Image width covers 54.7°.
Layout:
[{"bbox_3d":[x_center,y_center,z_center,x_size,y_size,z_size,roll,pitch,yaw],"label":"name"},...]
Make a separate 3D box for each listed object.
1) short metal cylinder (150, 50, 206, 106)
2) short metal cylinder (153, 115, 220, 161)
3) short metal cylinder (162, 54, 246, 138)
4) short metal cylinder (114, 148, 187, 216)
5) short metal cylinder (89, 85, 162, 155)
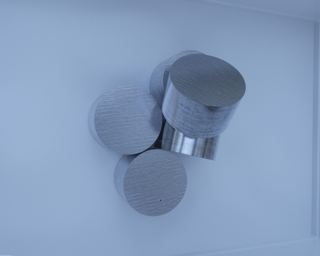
[{"bbox_3d":[0.033,-0.057,0.409,0.081,0.050,0.079,0,90,-21],"label":"short metal cylinder"},{"bbox_3d":[0.035,0.009,0.394,0.081,0.080,0.050,14,85,-20],"label":"short metal cylinder"},{"bbox_3d":[0.046,-0.036,0.339,0.081,0.050,0.080,6,50,-7],"label":"short metal cylinder"},{"bbox_3d":[-0.013,0.065,0.391,0.081,0.050,0.079,0,90,-21],"label":"short metal cylinder"},{"bbox_3d":[-0.044,-0.009,0.379,0.081,0.050,0.079,0,90,-21],"label":"short metal cylinder"}]
